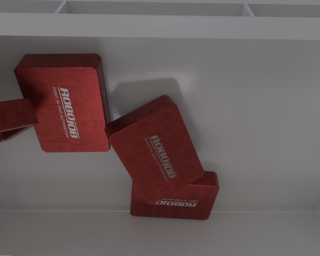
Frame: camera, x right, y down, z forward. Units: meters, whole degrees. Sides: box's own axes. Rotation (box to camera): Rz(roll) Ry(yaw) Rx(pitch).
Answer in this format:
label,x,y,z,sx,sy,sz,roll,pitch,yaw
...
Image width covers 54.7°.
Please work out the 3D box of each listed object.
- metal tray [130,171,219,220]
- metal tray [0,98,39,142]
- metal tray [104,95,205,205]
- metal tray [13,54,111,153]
label,x,y,z,sx,sy,sz,roll,pitch,yaw
metal tray,0.020,0.107,0.497,0.131,0.030,0.089,4,130,-4
metal tray,-0.210,0.004,0.324,0.090,0.131,0.030,-19,89,40
metal tray,-0.003,0.032,0.407,0.090,0.030,0.130,-28,124,-5
metal tray,-0.112,-0.026,0.383,0.091,0.030,0.129,-1,130,0
